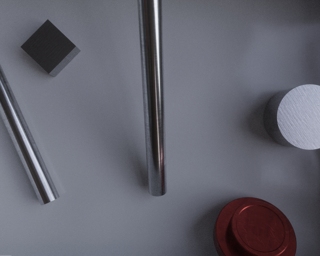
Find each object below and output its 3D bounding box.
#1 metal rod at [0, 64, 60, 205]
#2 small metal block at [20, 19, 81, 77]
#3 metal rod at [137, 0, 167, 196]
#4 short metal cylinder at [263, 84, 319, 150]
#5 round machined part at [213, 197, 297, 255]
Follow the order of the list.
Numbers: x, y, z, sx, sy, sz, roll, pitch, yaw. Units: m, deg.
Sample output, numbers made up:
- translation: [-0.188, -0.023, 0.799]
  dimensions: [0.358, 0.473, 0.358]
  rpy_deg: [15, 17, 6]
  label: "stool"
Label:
- translation: [-0.206, -0.040, 0.408]
  dimensions: [0.025, 0.025, 0.299]
  rpy_deg: [-24, 90, 0]
  label: "metal rod"
- translation: [-0.143, -0.105, 0.409]
  dimensions: [0.050, 0.025, 0.050]
  rpy_deg: [44, 90, -1]
  label: "small metal block"
- translation: [-0.008, -0.052, 0.351]
  dimensions: [0.025, 0.025, 0.298]
  rpy_deg: [-2, 115, 0]
  label: "metal rod"
- translation: [0.182, -0.014, 0.401]
  dimensions: [0.081, 0.050, 0.079]
  rpy_deg: [0, 90, -1]
  label: "short metal cylinder"
- translation: [0.118, 0.129, 0.380]
  dimensions: [0.099, 0.042, 0.098]
  rpy_deg: [1, 52, -1]
  label: "round machined part"
